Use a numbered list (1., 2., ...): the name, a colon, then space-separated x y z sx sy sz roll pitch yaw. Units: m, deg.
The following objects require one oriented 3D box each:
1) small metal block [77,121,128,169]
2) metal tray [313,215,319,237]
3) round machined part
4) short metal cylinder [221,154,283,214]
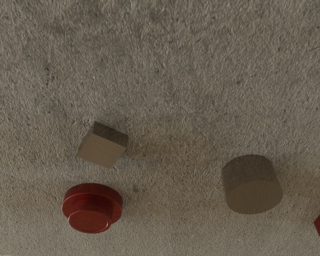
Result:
1. small metal block: -0.079 0.025 0.427 0.050 0.025 0.050 26 125 -21
2. metal tray: 0.338 0.144 0.532 0.091 0.030 0.129 5 130 -5
3. round machined part: -0.113 0.139 0.513 0.099 0.042 0.097 -1 130 0
4. short metal cylinder: 0.136 0.086 0.466 0.081 0.050 0.079 0 130 0
